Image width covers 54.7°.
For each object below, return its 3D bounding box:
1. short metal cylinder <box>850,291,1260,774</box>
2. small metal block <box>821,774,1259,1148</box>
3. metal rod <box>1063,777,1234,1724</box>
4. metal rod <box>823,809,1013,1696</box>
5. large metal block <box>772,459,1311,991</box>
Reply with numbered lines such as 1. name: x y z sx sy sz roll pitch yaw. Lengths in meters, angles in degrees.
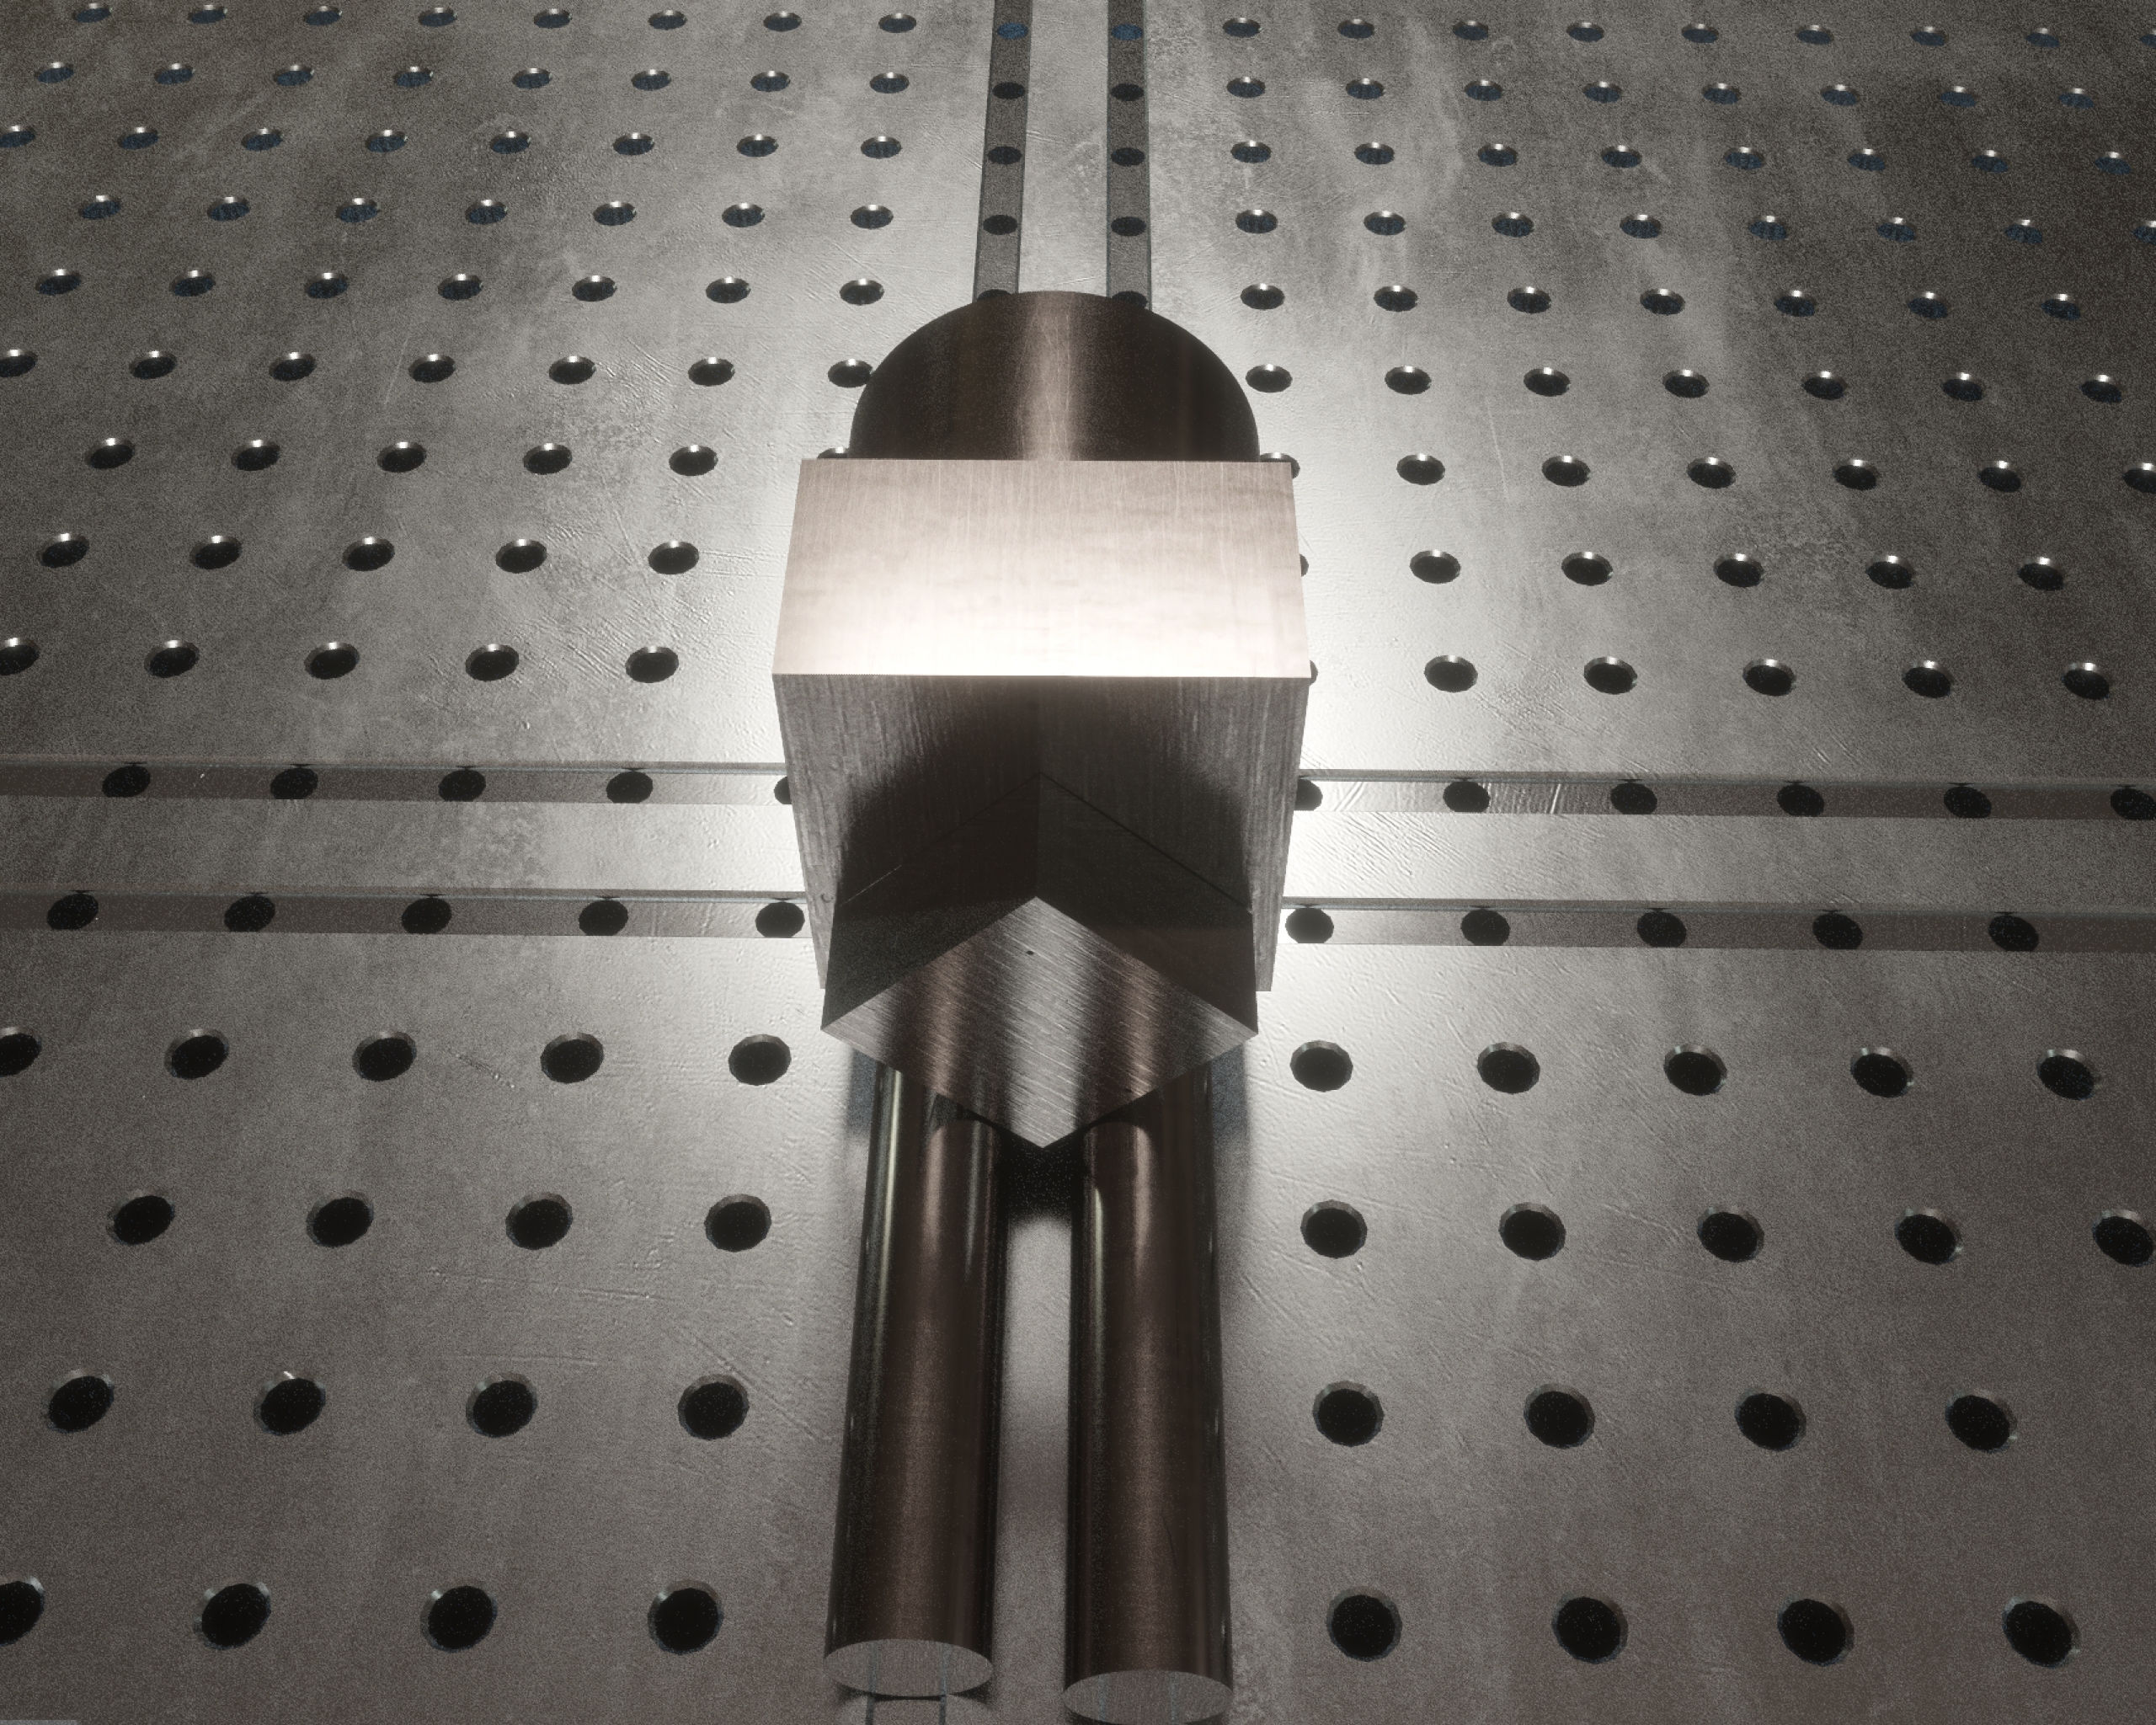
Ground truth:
1. short metal cylinder: -0.005 -0.060 0.394 0.081 0.080 0.050 1 50 0
2. small metal block: -0.006 0.018 0.346 0.050 0.050 0.025 33 41 -33
3. metal rod: 0.012 0.008 0.403 0.025 0.025 0.300 1 50 0
4. metal rod: -0.023 0.005 0.405 0.025 0.025 0.300 1 50 0
5. large metal block: -0.005 -0.022 0.358 0.081 0.080 0.050 0 50 0
